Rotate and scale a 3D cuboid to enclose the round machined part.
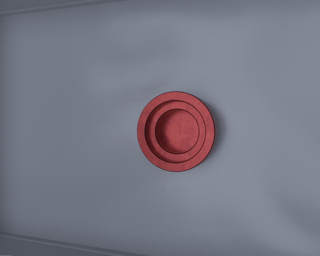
[{"bbox_3d":[0.024,0.004,0.392,0.098,0.042,0.097,0,90,19],"label":"round machined part"}]
